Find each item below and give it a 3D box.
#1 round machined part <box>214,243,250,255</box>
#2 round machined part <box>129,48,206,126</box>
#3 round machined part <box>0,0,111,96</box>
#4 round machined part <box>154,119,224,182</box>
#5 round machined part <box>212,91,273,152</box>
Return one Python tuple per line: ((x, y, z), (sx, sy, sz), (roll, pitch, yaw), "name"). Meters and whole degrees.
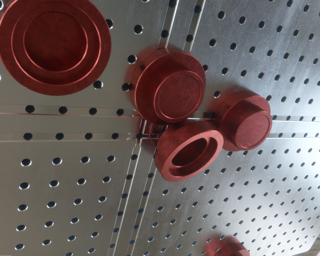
((0.158, 0.303, 0.678), (0.099, 0.042, 0.097), (-14, 125, -21), "round machined part")
((0.015, -0.045, 0.382), (0.099, 0.042, 0.097), (-14, 124, -21), "round machined part")
((-0.100, -0.083, 0.295), (0.099, 0.042, 0.097), (-14, 125, -21), "round machined part")
((0.035, 0.026, 0.428), (0.099, 0.042, 0.097), (-22, 142, -18), "round machined part")
((0.130, -0.004, 0.471), (0.099, 0.042, 0.097), (-14, 125, -21), "round machined part")
